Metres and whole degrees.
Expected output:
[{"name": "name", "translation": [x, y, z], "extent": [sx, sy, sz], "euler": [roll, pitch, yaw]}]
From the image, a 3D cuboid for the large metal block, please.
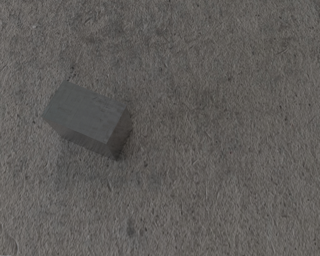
[{"name": "large metal block", "translation": [-0.084, -0.006, 0.381], "extent": [0.080, 0.080, 0.050], "euler": [22, 72, 8]}]
